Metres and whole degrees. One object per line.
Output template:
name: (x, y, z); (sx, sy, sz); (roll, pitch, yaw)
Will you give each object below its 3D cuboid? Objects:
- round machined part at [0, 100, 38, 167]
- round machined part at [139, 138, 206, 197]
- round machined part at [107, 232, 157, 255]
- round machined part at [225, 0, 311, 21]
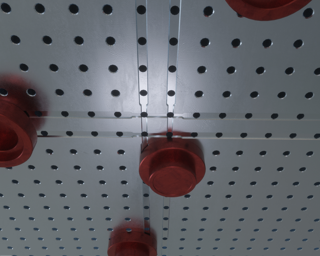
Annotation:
round machined part: (-0.209, 0.003, 0.401); (0.099, 0.042, 0.097); (0, 130, 0)
round machined part: (0.018, 0.065, 0.456); (0.099, 0.042, 0.097); (0, 130, 0)
round machined part: (-0.055, 0.250, 0.612); (0.099, 0.042, 0.097); (0, 130, 0)
round machined part: (0.097, -0.150, 0.273); (0.099, 0.042, 0.097); (0, 130, 0)
